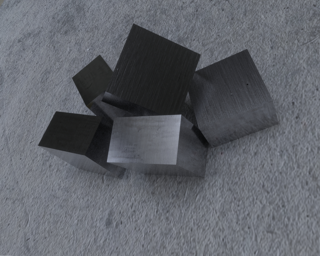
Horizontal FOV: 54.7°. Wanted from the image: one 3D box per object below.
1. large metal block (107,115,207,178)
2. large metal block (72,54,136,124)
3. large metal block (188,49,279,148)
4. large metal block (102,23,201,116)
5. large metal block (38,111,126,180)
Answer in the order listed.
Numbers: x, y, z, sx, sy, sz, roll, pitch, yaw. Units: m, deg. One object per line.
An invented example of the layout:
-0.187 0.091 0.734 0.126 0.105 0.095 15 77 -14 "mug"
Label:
0.001 0.023 0.349 0.080 0.080 0.050 -1 72 28 "large metal block"
-0.065 -0.041 0.422 0.050 0.080 0.080 -40 43 2 "large metal block"
0.082 -0.034 0.366 0.080 0.050 0.080 -22 53 14 "large metal block"
-0.011 -0.056 0.349 0.050 0.080 0.080 156 134 -73 "large metal block"
-0.092 0.023 0.403 0.080 0.080 0.050 7 66 31 "large metal block"
